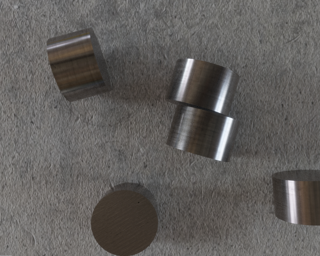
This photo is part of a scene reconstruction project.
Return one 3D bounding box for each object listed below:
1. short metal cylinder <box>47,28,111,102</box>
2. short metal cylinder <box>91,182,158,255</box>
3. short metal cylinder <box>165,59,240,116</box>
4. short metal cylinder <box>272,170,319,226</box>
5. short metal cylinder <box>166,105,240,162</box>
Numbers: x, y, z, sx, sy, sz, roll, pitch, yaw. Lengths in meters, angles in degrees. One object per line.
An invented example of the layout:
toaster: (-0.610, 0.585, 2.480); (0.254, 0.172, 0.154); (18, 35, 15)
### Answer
short metal cylinder: (-0.097, -0.077, 0.382); (0.050, 0.080, 0.080); (-15, 90, 0)
short metal cylinder: (-0.043, 0.114, 0.397); (0.081, 0.050, 0.080); (0, 90, 0)
short metal cylinder: (0.052, -0.048, 0.383); (0.080, 0.080, 0.050); (16, 90, 0)
short metal cylinder: (0.183, 0.083, 0.384); (0.080, 0.080, 0.050); (-4, 90, 0)
short metal cylinder: (0.053, 0.007, 0.383); (0.080, 0.080, 0.050); (16, 90, 0)
